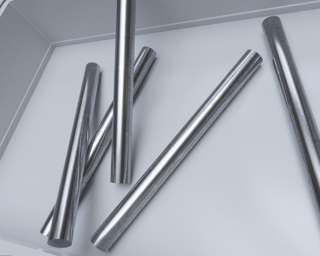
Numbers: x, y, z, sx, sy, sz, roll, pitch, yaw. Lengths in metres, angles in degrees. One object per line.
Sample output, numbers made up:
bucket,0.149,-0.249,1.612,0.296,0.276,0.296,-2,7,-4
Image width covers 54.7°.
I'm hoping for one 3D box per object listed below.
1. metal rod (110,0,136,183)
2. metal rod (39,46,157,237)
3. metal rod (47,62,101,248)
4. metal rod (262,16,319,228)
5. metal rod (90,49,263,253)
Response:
metal rod,-0.046,-0.080,0.401,0.025,0.025,0.298,-1,86,27
metal rod,-0.079,0.009,0.440,0.025,0.025,0.300,14,68,33
metal rod,-0.110,0.010,0.426,0.025,0.025,0.300,-18,46,17
metal rod,0.151,-0.012,0.333,0.025,0.025,0.299,-14,56,20
metal rod,0.025,0.022,0.378,0.025,0.025,0.300,34,80,38
